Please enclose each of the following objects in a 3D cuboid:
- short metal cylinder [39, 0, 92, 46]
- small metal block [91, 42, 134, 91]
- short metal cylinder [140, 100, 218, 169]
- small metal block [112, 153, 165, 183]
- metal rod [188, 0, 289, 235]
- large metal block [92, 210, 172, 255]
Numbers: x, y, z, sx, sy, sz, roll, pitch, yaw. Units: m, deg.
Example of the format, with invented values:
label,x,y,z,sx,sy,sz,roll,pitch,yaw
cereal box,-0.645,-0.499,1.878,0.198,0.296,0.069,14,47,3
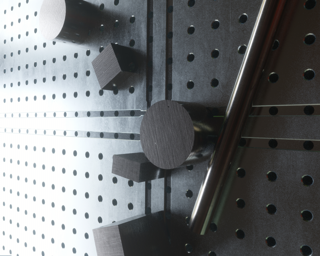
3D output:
label,x,y,z,sx,sy,sz,roll,pitch,yaw
short metal cylinder,-0.161,-0.185,0.527,0.080,0.050,0.080,0,90,40
small metal block,-0.073,-0.092,0.470,0.050,0.025,0.050,-35,69,34
short metal cylinder,0.022,0.007,0.375,0.080,0.050,0.080,0,90,40
small metal block,-0.028,0.052,0.417,0.050,0.050,0.025,11,97,39
metal rod,0.086,-0.019,0.338,0.025,0.025,0.298,26,106,37
large metal block,-0.032,0.159,0.400,0.050,0.081,0.080,-23,76,38
